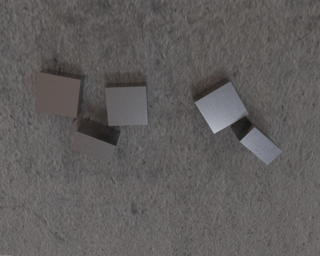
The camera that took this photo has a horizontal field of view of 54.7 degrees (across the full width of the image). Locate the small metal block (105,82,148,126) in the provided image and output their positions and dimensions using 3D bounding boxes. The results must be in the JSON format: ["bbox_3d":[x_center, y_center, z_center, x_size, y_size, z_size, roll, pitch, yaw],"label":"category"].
[{"bbox_3d":[-0.041,-0.031,0.398,0.050,0.025,0.050,-2,110,0],"label":"small metal block"}]

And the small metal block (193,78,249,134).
[{"bbox_3d":[0.078,-0.029,0.400,0.050,0.025,0.050,-31,108,10],"label":"small metal block"}]

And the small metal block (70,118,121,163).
[{"bbox_3d":[-0.082,0.015,0.401,0.050,0.050,0.025,22,109,-8],"label":"small metal block"}]

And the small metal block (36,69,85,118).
[{"bbox_3d":[-0.125,-0.044,0.392,0.050,0.025,0.050,10,110,-4],"label":"small metal block"}]

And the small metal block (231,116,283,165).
[{"bbox_3d":[0.124,0.014,0.404,0.050,0.050,0.025,39,105,-13],"label":"small metal block"}]
